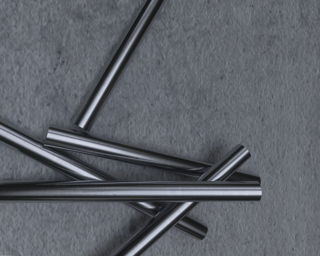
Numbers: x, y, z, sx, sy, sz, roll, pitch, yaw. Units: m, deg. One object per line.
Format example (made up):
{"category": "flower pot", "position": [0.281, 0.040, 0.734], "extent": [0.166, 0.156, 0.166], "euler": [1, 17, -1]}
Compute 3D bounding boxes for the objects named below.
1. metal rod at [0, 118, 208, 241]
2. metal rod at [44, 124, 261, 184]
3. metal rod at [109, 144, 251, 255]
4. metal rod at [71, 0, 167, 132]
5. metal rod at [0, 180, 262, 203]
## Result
{"category": "metal rod", "position": [-0.064, 0.071, 0.386], "extent": [0.301, 0.025, 0.025], "euler": [31, 80, -18]}
{"category": "metal rod", "position": [0.008, 0.044, 0.405], "extent": [0.302, 0.025, 0.025], "euler": [15, 85, -23]}
{"category": "metal rod", "position": [-0.002, 0.122, 0.382], "extent": [0.301, 0.025, 0.025], "euler": [-38, 103, -13]}
{"category": "metal rod", "position": [-0.026, -0.131, 0.399], "extent": [0.025, 0.025, 0.299], "euler": [32, 79, -18]}
{"category": "metal rod", "position": [-0.030, 0.074, 0.362], "extent": [0.302, 0.025, 0.025], "euler": [1, 90, -7]}
